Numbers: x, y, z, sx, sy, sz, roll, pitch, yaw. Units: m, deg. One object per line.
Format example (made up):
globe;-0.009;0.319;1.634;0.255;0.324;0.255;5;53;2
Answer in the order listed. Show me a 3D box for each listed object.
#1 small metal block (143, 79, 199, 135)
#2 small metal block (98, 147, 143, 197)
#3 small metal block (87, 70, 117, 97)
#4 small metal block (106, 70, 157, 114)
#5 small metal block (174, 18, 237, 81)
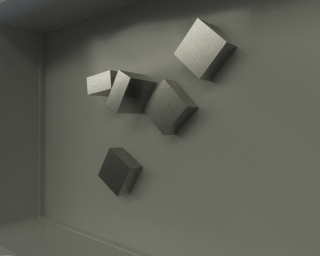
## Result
small metal block;0.012;-0.026;0.395;0.050;0.025;0.050;-51;60;27
small metal block;-0.059;0.063;0.453;0.050;0.025;0.050;38;113;33
small metal block;-0.068;-0.062;0.445;0.050;0.050;0.025;-7;85;39
small metal block;-0.039;-0.048;0.420;0.025;0.050;0.050;37;113;33
small metal block;0.052;-0.091;0.363;0.050;0.025;0.050;51;119;27
